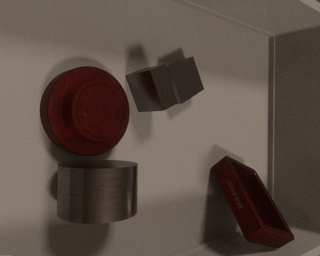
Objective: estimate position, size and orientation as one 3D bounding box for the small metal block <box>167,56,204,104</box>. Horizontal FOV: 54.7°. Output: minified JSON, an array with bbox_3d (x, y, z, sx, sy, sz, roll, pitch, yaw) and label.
[{"bbox_3d":[0.030,-0.066,0.434,0.050,0.025,0.050,-34,112,-35],"label":"small metal block"}]

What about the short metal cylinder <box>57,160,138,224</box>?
[{"bbox_3d":[-0.064,0.062,0.319,0.081,0.080,0.050,1,90,-40],"label":"short metal cylinder"}]

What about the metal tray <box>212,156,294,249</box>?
[{"bbox_3d":[0.139,0.110,0.470,0.090,0.030,0.130,26,30,-37],"label":"metal tray"}]

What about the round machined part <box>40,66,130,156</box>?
[{"bbox_3d":[-0.073,-0.018,0.336,0.099,0.042,0.097,0,90,-40],"label":"round machined part"}]

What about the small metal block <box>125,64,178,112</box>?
[{"bbox_3d":[-0.011,-0.048,0.383,0.025,0.050,0.050,-31,110,-36],"label":"small metal block"}]
